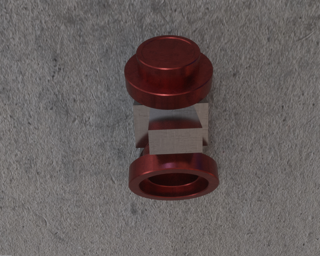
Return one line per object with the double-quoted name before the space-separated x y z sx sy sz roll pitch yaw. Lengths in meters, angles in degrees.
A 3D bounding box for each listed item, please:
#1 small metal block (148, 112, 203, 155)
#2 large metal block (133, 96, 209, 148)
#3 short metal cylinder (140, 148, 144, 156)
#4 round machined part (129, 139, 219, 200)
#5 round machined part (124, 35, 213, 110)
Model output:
"small metal block" 0.015 0.004 0.313 0.050 0.050 0.025 -2 110 1
"large metal block" 0.012 -0.016 0.375 0.081 0.080 0.050 -2 110 0
"short metal cylinder" 0.012 0.039 0.413 0.081 0.050 0.079 0 110 -1
"round machined part" 0.015 0.046 0.349 0.099 0.042 0.098 -1 149 -1
"round machined part" 0.009 -0.068 0.343 0.099 0.098 0.042 -2 135 0
